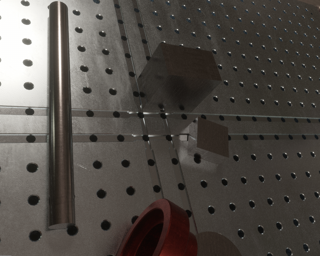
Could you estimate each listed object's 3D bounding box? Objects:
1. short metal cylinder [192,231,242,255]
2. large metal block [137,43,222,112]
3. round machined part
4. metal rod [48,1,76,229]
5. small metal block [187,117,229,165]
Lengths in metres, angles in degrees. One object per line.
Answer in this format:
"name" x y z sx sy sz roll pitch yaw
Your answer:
"short metal cylinder" 0.043 0.154 0.323 0.081 0.050 0.080 14 56 -21
"large metal block" 0.024 -0.066 0.428 0.081 0.080 0.050 2 61 -28
"round machined part" -0.002 0.119 0.289 0.042 0.098 0.098 35 51 -12
"metal rod" -0.118 -0.036 0.367 0.025 0.025 0.299 4 60 -27
"small metal block" 0.068 0.018 0.436 0.050 0.025 0.050 19 54 -18
